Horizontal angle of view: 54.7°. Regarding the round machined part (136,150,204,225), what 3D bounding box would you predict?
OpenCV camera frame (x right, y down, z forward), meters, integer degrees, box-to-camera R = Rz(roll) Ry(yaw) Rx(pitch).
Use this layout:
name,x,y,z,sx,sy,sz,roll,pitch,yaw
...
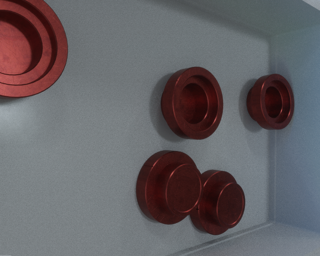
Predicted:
name,x,y,z,sx,sy,sz,roll,pitch,yaw
round machined part,0.020,0.079,0.412,0.099,0.042,0.097,0,90,-40

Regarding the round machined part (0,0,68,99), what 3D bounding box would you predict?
name,x,y,z,sx,sy,sz,roll,pitch,yaw
round machined part,-0.139,-0.075,0.279,0.099,0.042,0.097,0,90,-40

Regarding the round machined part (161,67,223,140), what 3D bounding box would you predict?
name,x,y,z,sx,sy,sz,roll,pitch,yaw
round machined part,0.040,-0.033,0.429,0.099,0.042,0.097,0,90,-40

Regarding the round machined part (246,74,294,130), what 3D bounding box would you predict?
name,x,y,z,sx,sy,sz,roll,pitch,yaw
round machined part,0.193,-0.045,0.554,0.099,0.042,0.097,2,87,-36

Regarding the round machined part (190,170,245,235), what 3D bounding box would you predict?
name,x,y,z,sx,sy,sz,roll,pitch,yaw
round machined part,0.093,0.115,0.474,0.099,0.042,0.097,0,90,-40
